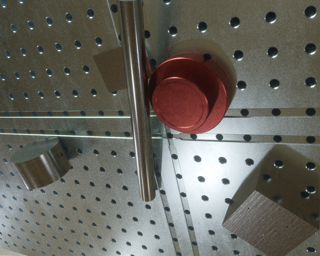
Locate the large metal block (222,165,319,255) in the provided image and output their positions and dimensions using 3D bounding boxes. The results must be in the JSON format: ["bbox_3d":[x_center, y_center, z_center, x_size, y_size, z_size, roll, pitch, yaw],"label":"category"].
[{"bbox_3d":[0.138,0.107,0.388,0.080,0.050,0.079,32,128,7],"label":"large metal block"}]

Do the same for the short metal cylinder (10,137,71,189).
[{"bbox_3d":[-0.195,0.056,0.510,0.080,0.080,0.050,-4,116,30],"label":"short metal cylinder"}]

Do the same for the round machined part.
[{"bbox_3d":[0.030,-0.035,0.362,0.098,0.042,0.097,13,124,20],"label":"round machined part"}]

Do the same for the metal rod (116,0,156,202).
[{"bbox_3d":[-0.024,-0.010,0.392,0.025,0.025,0.298,14,132,20],"label":"metal rod"}]

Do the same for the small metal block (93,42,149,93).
[{"bbox_3d":[-0.048,-0.076,0.388,0.050,0.025,0.050,-9,114,31],"label":"small metal block"}]
